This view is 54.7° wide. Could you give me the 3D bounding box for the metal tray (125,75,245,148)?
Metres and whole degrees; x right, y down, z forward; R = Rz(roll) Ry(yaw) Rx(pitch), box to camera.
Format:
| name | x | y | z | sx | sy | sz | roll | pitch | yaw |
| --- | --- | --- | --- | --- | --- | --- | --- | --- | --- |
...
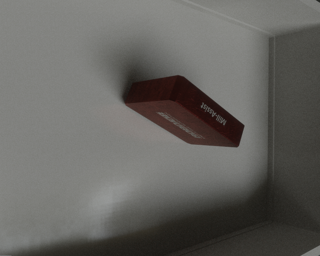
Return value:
| name | x | y | z | sx | sy | sz | roll | pitch | yaw |
| --- | --- | --- | --- | --- | --- | --- | --- | --- | --- |
| metal tray | 0.033 | -0.016 | 0.389 | 0.130 | 0.090 | 0.030 | 31 | 71 | -37 |
